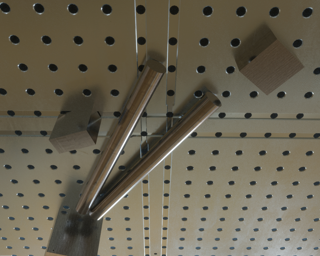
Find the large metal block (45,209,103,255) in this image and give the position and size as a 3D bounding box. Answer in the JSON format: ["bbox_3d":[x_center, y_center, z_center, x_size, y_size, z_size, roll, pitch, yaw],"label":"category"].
[{"bbox_3d":[-0.152,0.199,0.543,0.080,0.080,0.050,18,128,-15],"label":"large metal block"}]

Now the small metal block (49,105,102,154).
[{"bbox_3d":[-0.106,0.001,0.395,0.050,0.050,0.025,-14,129,11],"label":"small metal block"}]

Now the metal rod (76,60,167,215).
[{"bbox_3d":[-0.067,0.033,0.438,0.025,0.025,0.298,20,127,-16],"label":"metal rod"}]

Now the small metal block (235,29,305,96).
[{"bbox_3d":[0.123,-0.073,0.351,0.050,0.025,0.050,33,123,-25],"label":"small metal block"}]

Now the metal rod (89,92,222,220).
[{"bbox_3d":[-0.022,0.056,0.458,0.025,0.025,0.299,29,124,-23],"label":"metal rod"}]
